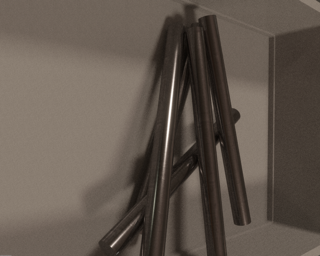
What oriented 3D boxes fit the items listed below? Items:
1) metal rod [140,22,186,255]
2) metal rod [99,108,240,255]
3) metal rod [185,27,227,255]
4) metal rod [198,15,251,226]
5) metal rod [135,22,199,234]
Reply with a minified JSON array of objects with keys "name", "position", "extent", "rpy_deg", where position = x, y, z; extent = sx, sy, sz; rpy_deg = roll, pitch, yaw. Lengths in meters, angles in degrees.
[{"name":"metal rod","position":[0.007,-0.001,0.370],"extent":[0.025,0.025,0.299],"rpy_deg":[26,60,-37]},{"name":"metal rod","position":[0.034,0.051,0.412],"extent":[0.302,0.025,0.025],"rpy_deg":[-40,115,-41]},{"name":"metal rod","position":[0.060,0.016,0.407],"extent":[0.025,0.025,0.298],"rpy_deg":[-1,83,-40]},{"name":"metal rod","position":[0.093,-0.008,0.443],"extent":[0.025,0.025,0.298],"rpy_deg":[-15,96,-39]},{"name":"metal rod","position":[0.014,-0.010,0.420],"extent":[0.025,0.025,0.299],"rpy_deg":[28,72,-37]}]
